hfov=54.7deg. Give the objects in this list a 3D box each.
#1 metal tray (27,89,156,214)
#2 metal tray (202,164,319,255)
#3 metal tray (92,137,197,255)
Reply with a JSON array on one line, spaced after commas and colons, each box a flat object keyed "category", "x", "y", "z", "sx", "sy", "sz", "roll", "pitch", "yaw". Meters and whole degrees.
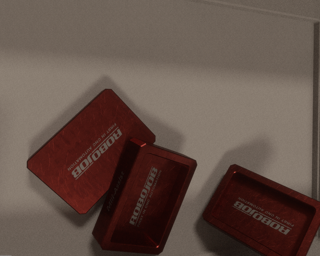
[{"category": "metal tray", "x": -0.081, "y": 0.027, "z": 0.379, "sx": 0.130, "sy": 0.030, "sz": 0.090, "roll": -46, "pitch": 105, "yaw": -14}, {"category": "metal tray", "x": 0.134, "y": 0.114, "z": 0.409, "sx": 0.090, "sy": 0.130, "sz": 0.030, "roll": -56, "pitch": 147, "yaw": -15}, {"category": "metal tray", "x": -0.017, "y": 0.086, "z": 0.382, "sx": 0.091, "sy": 0.030, "sz": 0.129, "roll": 22, "pitch": 90, "yaw": -34}]
